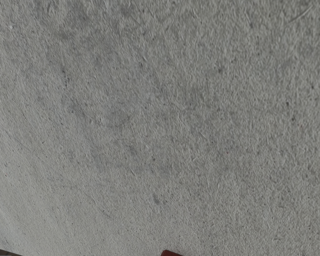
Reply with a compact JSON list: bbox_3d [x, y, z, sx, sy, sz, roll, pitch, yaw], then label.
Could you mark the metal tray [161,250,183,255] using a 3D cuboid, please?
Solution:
[{"bbox_3d":[0.060,0.272,0.538,0.130,0.030,0.089,12,124,21],"label":"metal tray"}]
